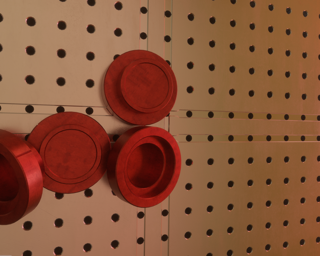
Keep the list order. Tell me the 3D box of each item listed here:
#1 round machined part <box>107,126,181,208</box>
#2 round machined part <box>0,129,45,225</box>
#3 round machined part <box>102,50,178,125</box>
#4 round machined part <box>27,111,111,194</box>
[{"bbox_3d":[-0.023,0.046,0.386,0.099,0.042,0.097,-4,96,-39],"label":"round machined part"},{"bbox_3d":[-0.163,0.047,0.326,0.098,0.042,0.097,5,106,19],"label":"round machined part"},{"bbox_3d":[-0.022,-0.052,0.396,0.099,0.042,0.097,0,90,-21],"label":"round machined part"},{"bbox_3d":[-0.106,0.029,0.365,0.099,0.042,0.097,0,90,-20],"label":"round machined part"}]
